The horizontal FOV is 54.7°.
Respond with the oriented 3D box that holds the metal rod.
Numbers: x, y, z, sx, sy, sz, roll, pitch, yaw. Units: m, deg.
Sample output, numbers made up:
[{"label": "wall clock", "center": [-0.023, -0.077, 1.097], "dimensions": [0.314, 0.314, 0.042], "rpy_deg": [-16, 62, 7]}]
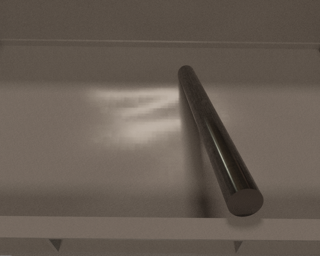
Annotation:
[{"label": "metal rod", "center": [0.050, -0.017, 0.346], "dimensions": [0.025, 0.025, 0.300], "rpy_deg": [-3, 27, -3]}]
